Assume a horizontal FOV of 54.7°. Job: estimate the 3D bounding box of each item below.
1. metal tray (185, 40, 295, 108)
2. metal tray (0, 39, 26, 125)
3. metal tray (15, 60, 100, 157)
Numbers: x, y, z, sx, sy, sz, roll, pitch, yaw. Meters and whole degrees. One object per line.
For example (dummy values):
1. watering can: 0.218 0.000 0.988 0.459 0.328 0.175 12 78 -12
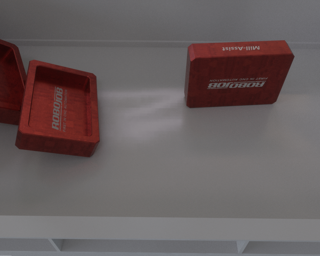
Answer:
1. metal tray: 0.102 -0.071 0.423 0.131 0.090 0.030 -3 50 -3
2. metal tray: -0.223 -0.068 0.405 0.030 0.090 0.130 -38 63 25
3. metal tray: -0.129 -0.028 0.400 0.091 0.030 0.130 10 46 -25
